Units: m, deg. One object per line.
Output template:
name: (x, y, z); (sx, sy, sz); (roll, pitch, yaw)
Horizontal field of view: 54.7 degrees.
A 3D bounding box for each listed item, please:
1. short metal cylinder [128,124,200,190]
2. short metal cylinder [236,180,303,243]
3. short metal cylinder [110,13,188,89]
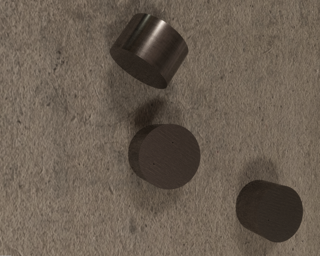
short metal cylinder: (0.004, 0.035, 0.398); (0.081, 0.050, 0.079); (0, 90, -21)
short metal cylinder: (0.161, 0.120, 0.457); (0.081, 0.050, 0.079); (0, 90, -21)
short metal cylinder: (-0.013, -0.091, 0.376); (0.080, 0.080, 0.050); (35, 79, -17)
